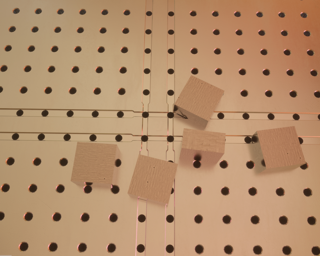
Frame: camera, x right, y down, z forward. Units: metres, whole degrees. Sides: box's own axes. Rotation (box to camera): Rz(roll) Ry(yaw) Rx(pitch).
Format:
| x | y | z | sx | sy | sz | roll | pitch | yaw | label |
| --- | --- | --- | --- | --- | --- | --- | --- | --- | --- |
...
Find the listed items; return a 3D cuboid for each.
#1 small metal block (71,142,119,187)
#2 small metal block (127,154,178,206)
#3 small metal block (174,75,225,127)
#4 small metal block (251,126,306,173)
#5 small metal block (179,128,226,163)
| x | y | z | sx | sy | sz | roll | pitch | yaw | label |
| --- | --- | --- | --- | --- | --- | --- | --- | --- | --- |
| -0.081 | 0.047 | 0.394 | 0.050 | 0.025 | 0.050 | 4 | 70 | 1 | small metal block |
| -0.008 | 0.065 | 0.388 | 0.050 | 0.025 | 0.050 | 14 | 71 | 5 | small metal block |
| 0.053 | -0.037 | 0.426 | 0.050 | 0.025 | 0.050 | 27 | 72 | 9 | small metal block |
| 0.153 | 0.028 | 0.402 | 0.050 | 0.025 | 0.050 | -7 | 70 | -3 | small metal block |
| 0.052 | 0.023 | 0.390 | 0.050 | 0.050 | 0.025 | 7 | 70 | 2 | small metal block |
